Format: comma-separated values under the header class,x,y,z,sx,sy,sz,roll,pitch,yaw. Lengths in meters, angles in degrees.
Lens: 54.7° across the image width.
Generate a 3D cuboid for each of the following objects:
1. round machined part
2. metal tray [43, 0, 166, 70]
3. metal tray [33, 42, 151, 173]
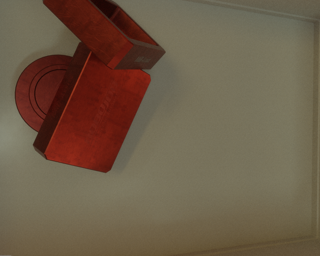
class,x,y,z,sx,sy,sz,roll,pitch,yaw
round machined part,-0.115,-0.037,0.360,0.099,0.042,0.097,0,90,-21
metal tray,-0.049,-0.104,0.328,0.090,0.130,0.030,45,108,3
metal tray,-0.073,-0.020,0.352,0.090,0.030,0.129,25,89,-47
